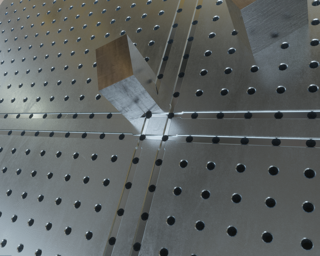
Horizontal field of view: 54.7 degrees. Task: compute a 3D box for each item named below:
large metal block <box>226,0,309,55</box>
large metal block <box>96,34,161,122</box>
[{"bbox_3d":[0.136,-0.155,0.396,0.080,0.080,0.050,-29,52,9],"label":"large metal block"},{"bbox_3d":[-0.045,-0.069,0.437,0.050,0.080,0.080,-22,54,15],"label":"large metal block"}]
